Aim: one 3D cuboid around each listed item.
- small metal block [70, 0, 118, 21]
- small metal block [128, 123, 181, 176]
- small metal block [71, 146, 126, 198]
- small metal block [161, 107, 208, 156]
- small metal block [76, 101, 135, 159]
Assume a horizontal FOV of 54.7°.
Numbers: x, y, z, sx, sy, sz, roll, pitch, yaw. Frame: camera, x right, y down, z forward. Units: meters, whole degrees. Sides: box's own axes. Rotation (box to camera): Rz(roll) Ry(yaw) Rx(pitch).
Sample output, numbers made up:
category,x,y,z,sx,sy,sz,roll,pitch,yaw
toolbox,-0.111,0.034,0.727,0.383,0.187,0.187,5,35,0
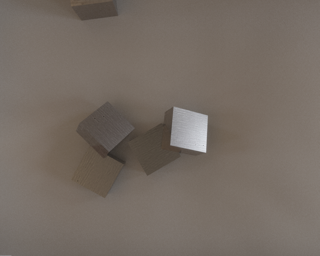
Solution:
category,x,y,z,sx,sy,sz,roll,pitch,yaw
small metal block,-0.084,-0.162,0.398,0.050,0.050,0.025,-8,90,0
small metal block,-0.007,0.028,0.411,0.050,0.025,0.050,-30,90,0
small metal block,-0.081,0.056,0.411,0.050,0.025,0.050,29,90,0
small metal block,0.032,0.005,0.396,0.050,0.025,0.050,13,70,-22
small metal block,-0.070,0.002,0.399,0.050,0.025,0.050,45,55,0
